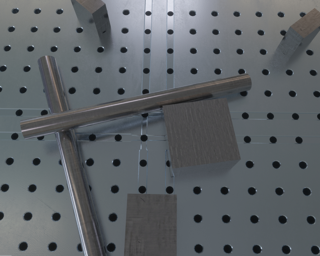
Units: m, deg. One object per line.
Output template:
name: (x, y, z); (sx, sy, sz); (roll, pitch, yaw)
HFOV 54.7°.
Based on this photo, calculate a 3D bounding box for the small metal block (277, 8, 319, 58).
small metal block: (0.206, -0.136, 0.450); (0.050, 0.050, 0.025); (-37, 74, -12)

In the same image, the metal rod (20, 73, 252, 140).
metal rod: (-0.022, -0.031, 0.406); (0.302, 0.025, 0.025); (-13, 71, -11)

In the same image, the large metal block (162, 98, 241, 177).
large metal block: (0.049, 0.013, 0.394); (0.081, 0.050, 0.080); (-7, 70, -3)

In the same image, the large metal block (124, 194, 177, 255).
large metal block: (-0.009, 0.118, 0.339); (0.050, 0.080, 0.080); (1, 70, 0)

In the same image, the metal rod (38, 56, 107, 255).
metal rod: (-0.115, 0.037, 0.397); (0.025, 0.025, 0.299); (-18, 71, -6)

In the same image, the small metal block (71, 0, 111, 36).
small metal block: (-0.103, -0.174, 0.461); (0.050, 0.050, 0.025); (42, 76, 13)
